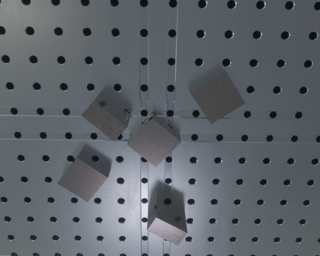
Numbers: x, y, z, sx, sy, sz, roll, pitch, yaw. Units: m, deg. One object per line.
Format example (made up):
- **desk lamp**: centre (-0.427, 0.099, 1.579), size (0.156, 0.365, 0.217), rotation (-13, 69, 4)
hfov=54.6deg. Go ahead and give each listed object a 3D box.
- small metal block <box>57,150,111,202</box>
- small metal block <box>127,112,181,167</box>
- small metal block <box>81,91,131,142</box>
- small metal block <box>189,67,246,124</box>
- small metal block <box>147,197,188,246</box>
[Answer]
- **small metal block**: centre (-0.106, 0.068, 0.438), size (0.050, 0.025, 0.050), rotation (36, 106, -12)
- **small metal block**: centre (-0.008, 0.016, 0.419), size (0.050, 0.025, 0.050), rotation (40, 105, -14)
- **small metal block**: centre (-0.066, -0.016, 0.393), size (0.050, 0.050, 0.025), rotation (40, 105, -14)
- **small metal block**: centre (0.073, -0.042, 0.399), size (0.050, 0.025, 0.050), rotation (-33, 107, 11)
- **small metal block**: centre (0.010, 0.134, 0.449), size (0.050, 0.050, 0.025), rotation (29, 108, -10)
